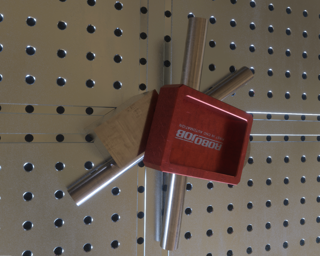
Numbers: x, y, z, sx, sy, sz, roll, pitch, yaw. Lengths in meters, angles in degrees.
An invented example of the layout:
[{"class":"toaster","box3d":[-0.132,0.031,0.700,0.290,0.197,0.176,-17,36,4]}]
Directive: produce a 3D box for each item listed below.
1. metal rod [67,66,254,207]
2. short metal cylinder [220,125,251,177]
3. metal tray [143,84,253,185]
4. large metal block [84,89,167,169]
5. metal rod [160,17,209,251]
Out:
[{"class":"metal rod","box3d":[0.012,0.002,0.419,0.301,0.025,0.025,-35,102,-17]},{"class":"short metal cylinder","box3d":[0.076,0.026,0.428,0.081,0.050,0.079,0,90,-21]},{"class":"metal tray","box3d":[0.049,0.012,0.354,0.131,0.030,0.090,17,84,-38]},{"class":"large metal block","box3d":[-0.038,0.000,0.370,0.080,0.080,0.050,-36,102,-17]},{"class":"metal rod","box3d":[0.030,0.013,0.401,0.025,0.025,0.298,4,98,-20]}]
